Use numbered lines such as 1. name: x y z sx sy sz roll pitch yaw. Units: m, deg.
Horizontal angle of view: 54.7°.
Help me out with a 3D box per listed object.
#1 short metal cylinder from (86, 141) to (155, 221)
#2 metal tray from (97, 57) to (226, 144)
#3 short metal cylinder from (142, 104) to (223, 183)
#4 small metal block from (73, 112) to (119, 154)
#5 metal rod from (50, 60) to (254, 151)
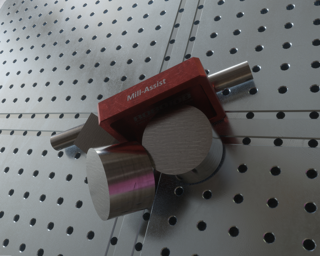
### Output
1. short metal cylinder: -0.047 0.058 0.348 0.050 0.079 0.080 -9 45 -28
2. metal tray: 0.004 -0.021 0.373 0.130 0.090 0.030 -24 53 13
3. short metal cylinder: 0.027 0.019 0.355 0.080 0.050 0.080 -8 67 21
4. small metal block: -0.081 0.014 0.421 0.050 0.025 0.050 33 96 19
5. metal rod: -0.023 -0.025 0.431 0.301 0.025 0.025 -19 54 16
